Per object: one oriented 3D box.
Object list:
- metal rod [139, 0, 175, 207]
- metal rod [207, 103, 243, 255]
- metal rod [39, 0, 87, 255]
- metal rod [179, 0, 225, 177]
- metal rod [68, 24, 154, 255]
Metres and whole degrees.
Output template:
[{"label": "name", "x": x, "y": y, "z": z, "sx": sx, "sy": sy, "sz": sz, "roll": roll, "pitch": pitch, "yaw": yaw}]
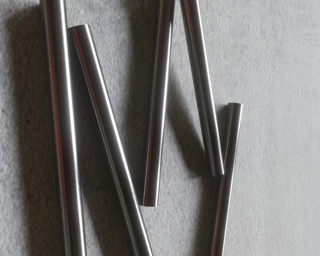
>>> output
[{"label": "metal rod", "x": -0.002, "y": -0.051, "z": 0.404, "sx": 0.025, "sy": 0.025, "sz": 0.298, "roll": 8, "pitch": 85, "yaw": -40}, {"label": "metal rod", "x": 0.100, "y": 0.107, "z": 0.491, "sx": 0.025, "sy": 0.025, "sz": 0.298, "roll": 16, "pitch": 80, "yaw": -39}, {"label": "metal rod", "x": -0.099, "y": 0.019, "z": 0.323, "sx": 0.025, "sy": 0.025, "sz": 0.298, "roll": -7, "pitch": 95, "yaw": -40}, {"label": "metal rod", "x": 0.059, "y": -0.070, "z": 0.440, "sx": 0.025, "sy": 0.025, "sz": 0.298, "roll": -25, "pitch": 111, "yaw": -38}, {"label": "metal rod", "x": -0.053, "y": 0.034, "z": 0.362, "sx": 0.025, "sy": 0.025, "sz": 0.298, "roll": -23, "pitch": 105, "yaw": -38}]
